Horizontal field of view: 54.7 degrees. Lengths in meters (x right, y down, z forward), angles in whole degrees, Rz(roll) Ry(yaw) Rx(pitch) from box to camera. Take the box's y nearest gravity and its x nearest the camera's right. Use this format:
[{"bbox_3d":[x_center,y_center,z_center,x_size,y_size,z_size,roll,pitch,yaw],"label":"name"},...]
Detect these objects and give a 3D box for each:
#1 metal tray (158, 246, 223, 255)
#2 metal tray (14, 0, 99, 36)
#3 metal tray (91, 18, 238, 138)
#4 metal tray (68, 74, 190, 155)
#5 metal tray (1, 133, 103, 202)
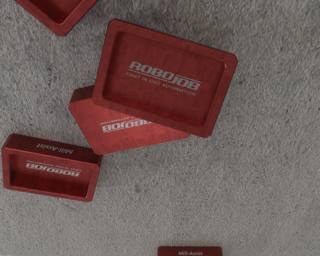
[{"bbox_3d":[0.060,0.284,0.645,0.131,0.030,0.089,1,130,-1],"label":"metal tray"},{"bbox_3d":[-0.081,-0.156,0.270,0.130,0.030,0.090,-36,122,26],"label":"metal tray"},{"bbox_3d":[0.003,-0.051,0.324,0.131,0.030,0.089,17,108,0],"label":"metal tray"},{"bbox_3d":[-0.035,-0.017,0.389,0.131,0.030,0.090,-12,130,9],"label":"metal tray"},{"bbox_3d":[-0.157,0.061,0.454,0.131,0.030,0.089,12,129,-11],"label":"metal tray"}]
